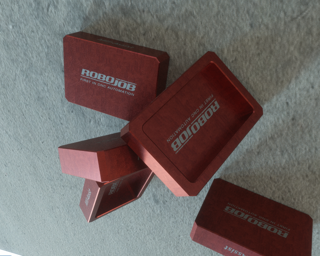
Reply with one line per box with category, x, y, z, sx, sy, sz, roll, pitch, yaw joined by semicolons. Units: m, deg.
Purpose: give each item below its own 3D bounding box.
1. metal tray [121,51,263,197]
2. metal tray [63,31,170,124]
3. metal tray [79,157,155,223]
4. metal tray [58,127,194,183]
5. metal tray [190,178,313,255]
metal tray;0.037;-0.006;0.315;0.090;0.131;0.030;48;155;-6
metal tray;-0.058;-0.062;0.390;0.130;0.030;0.089;18;121;17
metal tray;-0.056;0.076;0.420;0.030;0.091;0.129;56;146;22
metal tray;-0.036;0.024;0.356;0.090;0.131;0.030;0;101;47
metal tray;0.113;0.122;0.379;0.130;0.090;0.030;21;126;15
